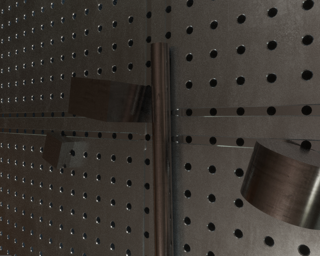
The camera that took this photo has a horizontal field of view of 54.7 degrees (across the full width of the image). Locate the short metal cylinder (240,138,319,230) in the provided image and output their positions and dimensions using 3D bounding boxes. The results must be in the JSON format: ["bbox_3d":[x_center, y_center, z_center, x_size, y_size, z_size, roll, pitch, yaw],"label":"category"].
[{"bbox_3d":[0.119,0.046,0.275,0.080,0.081,0.050,23,105,37],"label":"short metal cylinder"}]

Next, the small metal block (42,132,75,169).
[{"bbox_3d":[-0.184,0.040,0.558,0.050,0.025,0.050,25,106,37],"label":"small metal block"}]

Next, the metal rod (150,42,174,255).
[{"bbox_3d":[0.003,0.040,0.404,0.025,0.025,0.298,-2,89,39],"label":"metal rod"}]

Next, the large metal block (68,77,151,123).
[{"bbox_3d":[-0.066,-0.038,0.426,0.080,0.081,0.050,12,98,39],"label":"large metal block"}]
